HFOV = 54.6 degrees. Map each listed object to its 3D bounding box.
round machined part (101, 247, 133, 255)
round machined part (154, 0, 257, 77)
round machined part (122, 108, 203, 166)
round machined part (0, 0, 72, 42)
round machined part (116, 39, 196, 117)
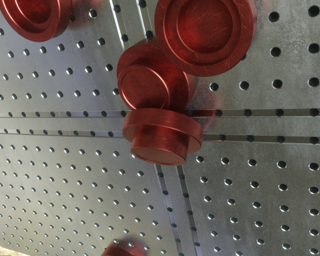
[{"bbox_3d":[-0.084,0.292,0.626,0.098,0.042,0.097,13,124,21],"label":"round machined part"},{"bbox_3d":[0.047,-0.105,0.311,0.098,0.042,0.097,13,124,21],"label":"round machined part"},{"bbox_3d":[0.001,0.016,0.378,0.098,0.042,0.098,10,158,4],"label":"round machined part"},{"bbox_3d":[-0.149,-0.160,0.381,0.098,0.042,0.097,13,124,21],"label":"round machined part"},{"bbox_3d":[-0.011,-0.052,0.369,0.098,0.042,0.097,16,131,21],"label":"round machined part"}]
